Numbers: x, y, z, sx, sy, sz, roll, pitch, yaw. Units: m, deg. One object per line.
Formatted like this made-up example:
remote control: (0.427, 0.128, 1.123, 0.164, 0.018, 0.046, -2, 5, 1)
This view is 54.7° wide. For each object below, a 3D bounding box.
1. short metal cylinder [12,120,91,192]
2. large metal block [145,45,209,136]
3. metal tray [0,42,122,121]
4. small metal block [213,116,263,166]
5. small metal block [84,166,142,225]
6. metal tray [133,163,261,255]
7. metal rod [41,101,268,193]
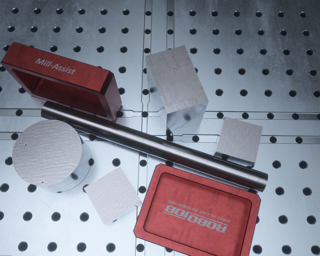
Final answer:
short metal cylinder: (-0.131, 0.036, 0.383, 0.081, 0.050, 0.080, 0, 70, 0)
large metal block: (0.019, -0.045, 0.400, 0.050, 0.080, 0.080, -17, 71, -6)
metal tray: (-0.119, -0.056, 0.395, 0.131, 0.090, 0.030, 18, 71, 6)
small metal block: (0.102, 0.018, 0.405, 0.050, 0.025, 0.050, 16, 71, 5)
small metal block: (-0.057, 0.084, 0.381, 0.050, 0.025, 0.050, -31, 73, -11)
metal tray: (0.044, 0.105, 0.370, 0.131, 0.030, 0.090, 17, 71, 6)
metal rod: (-0.012, 0.022, 0.403, 0.301, 0.025, 0.025, 18, 71, 6)
